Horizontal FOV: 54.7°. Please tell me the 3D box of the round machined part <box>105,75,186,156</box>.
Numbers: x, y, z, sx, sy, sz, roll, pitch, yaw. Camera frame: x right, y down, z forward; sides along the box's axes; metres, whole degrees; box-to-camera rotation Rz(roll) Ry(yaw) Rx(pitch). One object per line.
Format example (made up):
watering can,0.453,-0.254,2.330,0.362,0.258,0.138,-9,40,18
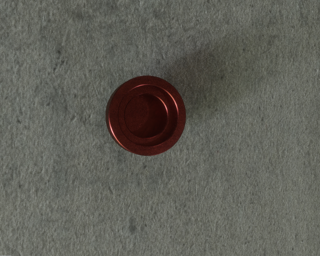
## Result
round machined part,-0.020,-0.015,0.393,0.099,0.042,0.097,0,90,-21
